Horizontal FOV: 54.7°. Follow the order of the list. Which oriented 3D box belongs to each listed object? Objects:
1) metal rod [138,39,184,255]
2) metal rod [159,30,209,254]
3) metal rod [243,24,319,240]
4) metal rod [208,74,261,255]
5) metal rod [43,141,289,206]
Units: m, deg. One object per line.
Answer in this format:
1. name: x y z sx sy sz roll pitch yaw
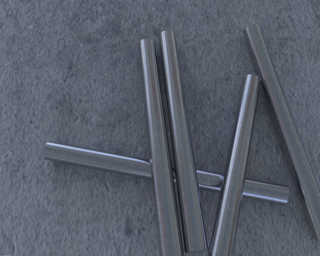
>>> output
1. metal rod: -0.003 0.009 0.383 0.025 0.025 0.299 -6 62 -3
2. metal rod: 0.024 -0.004 0.390 0.025 0.025 0.299 -5 63 -2
3. metal rod: 0.165 -0.009 0.413 0.025 0.025 0.299 -10 70 -4
4. metal rod: 0.087 0.057 0.361 0.025 0.025 0.300 16 60 5
5. metal rod: 0.005 0.056 0.387 0.302 0.025 0.025 10 70 3
